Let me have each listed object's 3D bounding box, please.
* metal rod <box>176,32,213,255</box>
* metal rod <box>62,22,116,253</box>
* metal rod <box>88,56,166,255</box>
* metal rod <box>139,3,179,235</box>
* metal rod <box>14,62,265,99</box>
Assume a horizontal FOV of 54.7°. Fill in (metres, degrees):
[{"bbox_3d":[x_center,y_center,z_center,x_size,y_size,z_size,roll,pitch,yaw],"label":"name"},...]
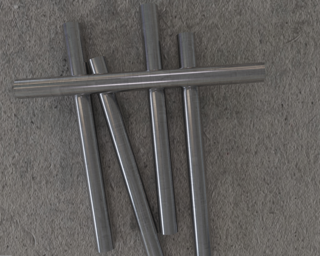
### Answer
[{"bbox_3d":[0.046,0.026,0.410,0.025,0.025,0.298,-5,90,0],"label":"metal rod"},{"bbox_3d":[-0.094,0.012,0.409,0.025,0.025,0.298,-9,90,0],"label":"metal rod"},{"bbox_3d":[-0.040,0.053,0.409,0.025,0.025,0.298,-17,90,0],"label":"metal rod"},{"bbox_3d":[-0.002,-0.012,0.409,0.025,0.025,0.298,-5,90,0],"label":"metal rod"},{"bbox_3d":[-0.024,-0.059,0.383,0.302,0.025,0.025,-4,90,0],"label":"metal rod"}]
